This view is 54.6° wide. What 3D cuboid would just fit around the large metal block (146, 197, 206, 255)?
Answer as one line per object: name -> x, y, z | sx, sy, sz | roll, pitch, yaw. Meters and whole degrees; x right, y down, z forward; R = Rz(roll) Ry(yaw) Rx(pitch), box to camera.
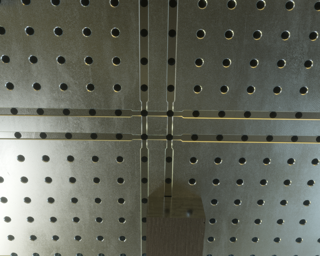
large metal block -> 0.021, 0.150, 0.455 | 0.080, 0.050, 0.079 | 1, 110, -1
